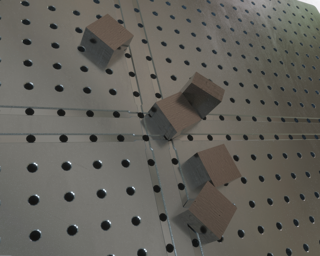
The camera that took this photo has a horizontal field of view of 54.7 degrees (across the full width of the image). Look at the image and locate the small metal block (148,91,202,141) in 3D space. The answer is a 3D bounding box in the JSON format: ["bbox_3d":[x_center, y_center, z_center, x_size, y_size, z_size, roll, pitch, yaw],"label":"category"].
[{"bbox_3d":[0.021,-0.017,0.432,0.050,0.025,0.050,-27,77,-37],"label":"small metal block"}]

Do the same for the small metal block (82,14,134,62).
[{"bbox_3d":[-0.075,-0.131,0.449,0.050,0.025,0.050,40,51,-2],"label":"small metal block"}]

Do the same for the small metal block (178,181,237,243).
[{"bbox_3d":[0.059,0.102,0.379,0.050,0.025,0.050,43,51,1],"label":"small metal block"}]

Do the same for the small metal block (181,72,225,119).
[{"bbox_3d":[0.058,-0.047,0.454,0.050,0.050,0.025,31,52,-9],"label":"small metal block"}]

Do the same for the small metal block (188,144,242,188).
[{"bbox_3d":[0.074,0.054,0.417,0.050,0.025,0.050,-14,69,-34],"label":"small metal block"}]
